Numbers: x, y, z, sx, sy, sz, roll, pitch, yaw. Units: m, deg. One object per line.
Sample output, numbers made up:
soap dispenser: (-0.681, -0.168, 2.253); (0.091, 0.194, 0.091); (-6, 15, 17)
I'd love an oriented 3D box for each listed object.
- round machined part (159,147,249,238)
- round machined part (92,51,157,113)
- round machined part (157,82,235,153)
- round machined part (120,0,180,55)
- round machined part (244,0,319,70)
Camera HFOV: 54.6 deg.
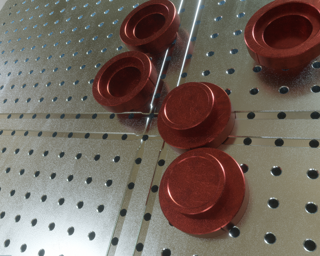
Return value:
round machined part: (0.043, 0.065, 0.336); (0.098, 0.042, 0.098); (-13, 56, 21)
round machined part: (-0.048, -0.064, 0.463); (0.098, 0.042, 0.098); (-13, 56, 21)
round machined part: (0.040, -0.019, 0.388); (0.098, 0.042, 0.098); (-13, 56, 21)
round machined part: (-0.013, -0.158, 0.502); (0.098, 0.042, 0.098); (-13, 56, 21)
round machined part: (0.158, -0.112, 0.383); (0.098, 0.042, 0.098); (-13, 56, 21)
